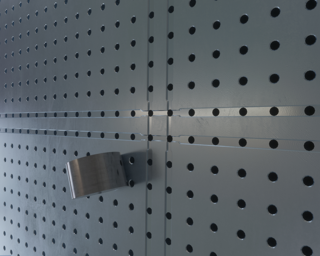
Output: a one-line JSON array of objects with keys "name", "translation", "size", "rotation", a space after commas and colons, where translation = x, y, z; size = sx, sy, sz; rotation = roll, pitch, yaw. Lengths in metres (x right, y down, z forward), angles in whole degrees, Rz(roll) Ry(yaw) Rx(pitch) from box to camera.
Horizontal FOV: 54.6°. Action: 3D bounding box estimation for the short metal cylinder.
[{"name": "short metal cylinder", "translation": [-0.091, 0.069, 0.450], "size": [0.080, 0.081, 0.050], "rotation": [-23, 76, 38]}]
